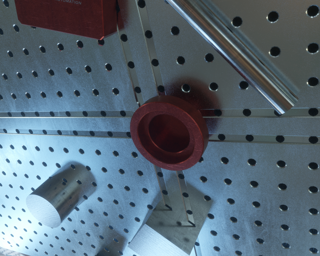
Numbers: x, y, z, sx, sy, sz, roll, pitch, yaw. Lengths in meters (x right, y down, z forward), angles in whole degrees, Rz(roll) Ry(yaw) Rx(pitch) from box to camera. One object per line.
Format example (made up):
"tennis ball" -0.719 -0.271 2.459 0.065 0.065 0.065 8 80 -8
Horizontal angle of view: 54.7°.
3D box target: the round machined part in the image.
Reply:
"round machined part" 0.015 0.003 0.394 0.098 0.042 0.097 13 124 21

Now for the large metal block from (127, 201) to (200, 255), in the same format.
"large metal block" 0.005 0.180 0.504 0.080 0.050 0.079 35 129 5

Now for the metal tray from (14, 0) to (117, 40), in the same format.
"metal tray" -0.116 -0.163 0.369 0.130 0.030 0.089 16 125 19

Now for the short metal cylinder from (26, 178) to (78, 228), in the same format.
"short metal cylinder" -0.206 0.143 0.592 0.080 0.050 0.079 13 124 21

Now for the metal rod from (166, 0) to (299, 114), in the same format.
"metal rod" 0.027 -0.128 0.317 0.300 0.025 0.025 44 129 -3
